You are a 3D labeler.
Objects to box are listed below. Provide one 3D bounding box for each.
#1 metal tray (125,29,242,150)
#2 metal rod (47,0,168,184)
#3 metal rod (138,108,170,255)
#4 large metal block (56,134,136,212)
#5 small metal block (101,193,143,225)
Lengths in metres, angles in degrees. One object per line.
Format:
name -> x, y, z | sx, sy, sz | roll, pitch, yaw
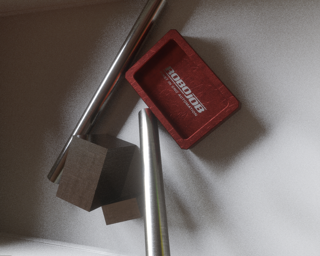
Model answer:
metal tray -> 0.028, -0.048, 0.397 | 0.090, 0.030, 0.130 | -41, 77, 15
metal rod -> -0.078, -0.047, 0.436 | 0.025, 0.025, 0.299 | 35, 101, 16
metal rod -> -0.005, 0.103, 0.333 | 0.025, 0.025, 0.299 | -19, 53, 19
large metal block -> -0.081, 0.054, 0.409 | 0.050, 0.080, 0.080 | 19, 96, 18
small metal block -> -0.040, 0.105, 0.410 | 0.050, 0.050, 0.025 | -18, 84, 19
